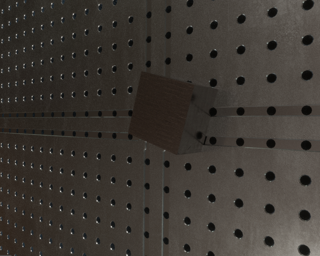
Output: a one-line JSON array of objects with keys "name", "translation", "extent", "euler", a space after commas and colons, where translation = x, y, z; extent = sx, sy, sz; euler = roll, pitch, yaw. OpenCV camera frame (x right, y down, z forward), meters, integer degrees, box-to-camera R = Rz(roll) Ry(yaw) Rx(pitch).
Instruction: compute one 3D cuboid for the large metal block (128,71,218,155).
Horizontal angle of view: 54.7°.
[{"name": "large metal block", "translation": [0.014, -0.020, 0.380], "extent": [0.080, 0.050, 0.079], "euler": [22, 104, 37]}]
